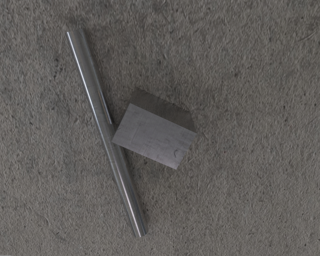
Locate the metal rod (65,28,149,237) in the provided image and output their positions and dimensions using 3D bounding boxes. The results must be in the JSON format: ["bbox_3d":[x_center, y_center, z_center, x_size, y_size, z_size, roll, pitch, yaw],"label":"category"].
[{"bbox_3d":[-0.065,0.020,0.416,0.025,0.025,0.298,-13,110,4],"label":"metal rod"}]

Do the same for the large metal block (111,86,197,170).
[{"bbox_3d":[-0.007,-0.003,0.379,0.080,0.080,0.050,24,108,-9],"label":"large metal block"}]
